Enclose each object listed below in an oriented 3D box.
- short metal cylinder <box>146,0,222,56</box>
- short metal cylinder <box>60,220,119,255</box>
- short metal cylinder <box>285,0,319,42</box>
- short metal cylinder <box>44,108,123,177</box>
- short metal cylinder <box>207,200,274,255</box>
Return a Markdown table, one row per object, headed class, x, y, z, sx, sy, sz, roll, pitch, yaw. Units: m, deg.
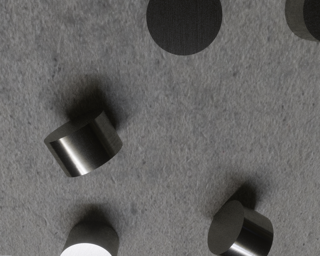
| class | x | y | z | sx | sy | sz | roll | pitch | yaw |
| --- | --- | --- | --- | --- | --- | --- | --- | --- | --- |
| short metal cylinder | 0.026 | -0.126 | 0.351 | 0.081 | 0.050 | 0.079 | 0 | 110 | -1 |
| short metal cylinder | -0.104 | 0.188 | 0.464 | 0.081 | 0.050 | 0.079 | 0 | 110 | -1 |
| short metal cylinder | 0.191 | -0.137 | 0.349 | 0.081 | 0.050 | 0.079 | 0 | 110 | -1 |
| short metal cylinder | -0.094 | 0.017 | 0.385 | 0.080 | 0.080 | 0.050 | -24 | 109 | 8 |
| short metal cylinder | 0.112 | 0.150 | 0.437 | 0.050 | 0.080 | 0.080 | 31 | 107 | -11 |
